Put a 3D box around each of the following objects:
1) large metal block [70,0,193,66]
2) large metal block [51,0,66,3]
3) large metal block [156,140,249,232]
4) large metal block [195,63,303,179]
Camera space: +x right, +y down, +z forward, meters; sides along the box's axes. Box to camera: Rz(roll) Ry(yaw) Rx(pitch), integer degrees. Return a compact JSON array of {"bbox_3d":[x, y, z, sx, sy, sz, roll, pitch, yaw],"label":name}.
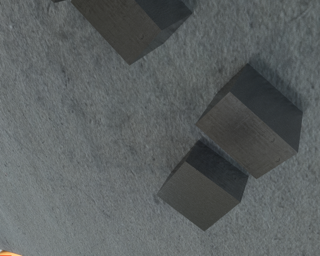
[{"bbox_3d":[-0.024,-0.120,0.309,0.080,0.080,0.050,47,129,-5],"label":"large metal block"},{"bbox_3d":[-0.114,-0.196,0.328,0.080,0.050,0.080,40,129,0],"label":"large metal block"},{"bbox_3d":[0.055,0.077,0.408,0.080,0.050,0.080,37,129,3],"label":"large metal block"},{"bbox_3d":[0.094,-0.010,0.315,0.080,0.080,0.050,42,129,-1],"label":"large metal block"}]
